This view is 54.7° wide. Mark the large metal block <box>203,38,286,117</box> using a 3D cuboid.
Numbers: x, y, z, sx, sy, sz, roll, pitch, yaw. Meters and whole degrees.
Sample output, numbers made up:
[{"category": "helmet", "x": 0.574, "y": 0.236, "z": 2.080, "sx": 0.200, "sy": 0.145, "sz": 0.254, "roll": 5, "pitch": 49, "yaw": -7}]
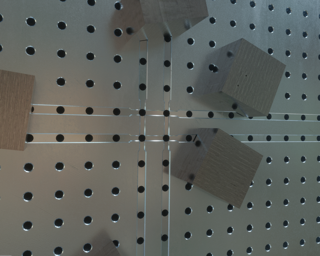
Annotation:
[{"category": "large metal block", "x": 0.122, "y": -0.069, "z": 0.446, "sx": 0.080, "sy": 0.050, "sz": 0.080, "roll": 25, "pitch": 82, "yaw": -19}]

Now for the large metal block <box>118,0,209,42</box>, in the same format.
[{"category": "large metal block", "x": 0.001, "y": -0.146, "z": 0.385, "sx": 0.081, "sy": 0.080, "sz": 0.050, "roll": -14, "pitch": 95, "yaw": -20}]

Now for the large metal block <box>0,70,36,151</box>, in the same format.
[{"category": "large metal block", "x": -0.182, "y": -0.021, "z": 0.332, "sx": 0.081, "sy": 0.050, "sz": 0.080, "roll": 8, "pitch": 87, "yaw": -20}]

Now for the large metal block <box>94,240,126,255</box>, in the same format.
[{"category": "large metal block", "x": -0.061, "y": 0.202, "z": 0.378, "sx": 0.080, "sy": 0.050, "sz": 0.080, "roll": -40, "pitch": 103, "yaw": -16}]

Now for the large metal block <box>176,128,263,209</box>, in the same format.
[{"category": "large metal block", "x": 0.083, "y": 0.054, "z": 0.432, "sx": 0.080, "sy": 0.050, "sz": 0.080, "roll": 30, "pitch": 80, "yaw": -18}]
